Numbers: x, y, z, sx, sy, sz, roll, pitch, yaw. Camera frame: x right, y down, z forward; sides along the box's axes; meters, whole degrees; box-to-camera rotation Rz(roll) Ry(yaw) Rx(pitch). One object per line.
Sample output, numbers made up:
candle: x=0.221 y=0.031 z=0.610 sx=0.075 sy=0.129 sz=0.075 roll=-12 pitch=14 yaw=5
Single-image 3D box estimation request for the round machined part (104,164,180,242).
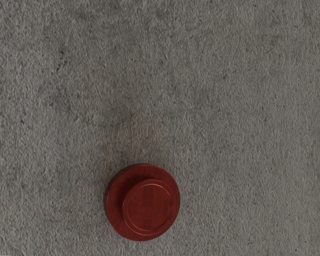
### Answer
round machined part: x=-0.019 y=0.096 z=0.393 sx=0.099 sy=0.042 sz=0.097 roll=0 pitch=90 yaw=-20
